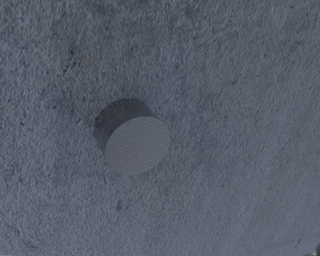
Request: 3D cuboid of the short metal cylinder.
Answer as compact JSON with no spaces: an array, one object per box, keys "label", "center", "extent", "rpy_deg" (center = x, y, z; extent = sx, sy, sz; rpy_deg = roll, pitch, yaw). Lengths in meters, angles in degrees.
[{"label":"short metal cylinder","center":[-0.035,0.010,0.377],"extent":[0.081,0.050,0.080],"rpy_deg":[-14,124,-21]}]
